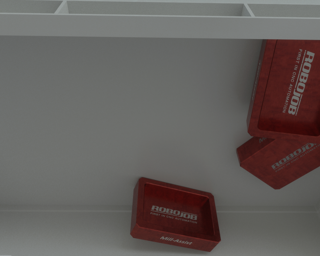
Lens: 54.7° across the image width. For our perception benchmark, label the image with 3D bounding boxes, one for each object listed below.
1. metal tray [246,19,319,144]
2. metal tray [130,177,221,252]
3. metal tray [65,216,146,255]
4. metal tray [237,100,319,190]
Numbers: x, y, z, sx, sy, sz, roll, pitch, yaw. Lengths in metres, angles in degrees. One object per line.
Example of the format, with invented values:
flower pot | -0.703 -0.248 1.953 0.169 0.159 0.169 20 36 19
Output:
metal tray | 0.153 -0.048 0.342 0.090 0.030 0.129 7 122 8
metal tray | 0.024 0.132 0.479 0.131 0.090 0.030 16 128 -13
metal tray | -0.092 0.204 0.541 0.131 0.090 0.030 -5 130 4
metal tray | 0.185 0.027 0.430 0.090 0.030 0.129 33 123 -25
